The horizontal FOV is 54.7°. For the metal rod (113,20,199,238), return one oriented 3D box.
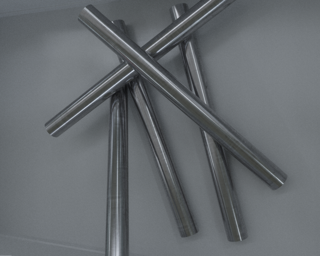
[{"bbox_3d":[-0.012,-0.005,0.414,0.025,0.025,0.299,-22,83,19],"label":"metal rod"}]

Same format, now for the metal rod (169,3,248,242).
[{"bbox_3d":[0.059,-0.011,0.389,0.025,0.025,0.298,-15,85,19],"label":"metal rod"}]

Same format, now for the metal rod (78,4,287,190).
[{"bbox_3d":[0.026,-0.035,0.362,0.300,0.025,0.025,41,104,0],"label":"metal rod"}]

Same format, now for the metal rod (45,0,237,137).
[{"bbox_3d":[-0.029,-0.081,0.389,0.300,0.025,0.025,-35,79,14],"label":"metal rod"}]

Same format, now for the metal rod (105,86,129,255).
[{"bbox_3d":[-0.049,0.067,0.360,0.025,0.025,0.299,-15,59,19],"label":"metal rod"}]
